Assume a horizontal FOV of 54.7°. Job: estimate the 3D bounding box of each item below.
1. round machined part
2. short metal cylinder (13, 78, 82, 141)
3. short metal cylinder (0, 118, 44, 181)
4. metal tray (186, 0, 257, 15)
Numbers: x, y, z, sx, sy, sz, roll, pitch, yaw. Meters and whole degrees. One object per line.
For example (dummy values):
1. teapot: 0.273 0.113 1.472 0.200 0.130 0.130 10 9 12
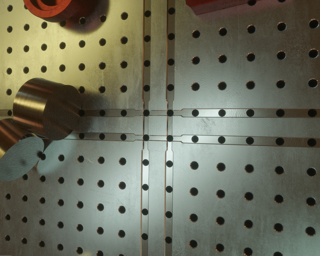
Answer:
1. round machined part: -0.150 -0.204 0.457 0.098 0.042 0.097 0 90 20
2. short metal cylinder: -0.157 -0.027 0.439 0.050 0.080 0.080 16 95 19
3. short metal cylinder: -0.223 0.032 0.462 0.050 0.080 0.080 34 101 17
4. metal tray: 0.094 -0.200 0.377 0.130 0.030 0.089 -7 88 19
